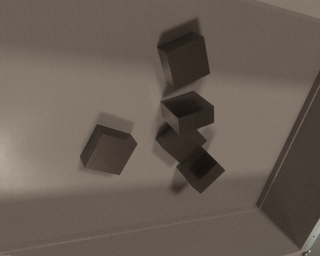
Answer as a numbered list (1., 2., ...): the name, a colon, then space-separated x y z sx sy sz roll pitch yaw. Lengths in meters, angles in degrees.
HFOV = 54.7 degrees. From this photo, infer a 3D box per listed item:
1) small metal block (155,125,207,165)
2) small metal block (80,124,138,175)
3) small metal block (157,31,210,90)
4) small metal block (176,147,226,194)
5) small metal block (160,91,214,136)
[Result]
1. small metal block: 0.030 0.017 0.437 0.050 0.025 0.050 -45 130 2
2. small metal block: -0.065 0.028 0.392 0.050 0.025 0.050 19 108 -36
3. small metal block: 0.029 -0.082 0.376 0.050 0.025 0.050 -27 128 -12
4. small metal block: 0.060 0.061 0.465 0.050 0.050 0.025 -44 130 2
5. small metal block: 0.035 -0.021 0.400 0.050 0.050 0.025 -19 126 -17
